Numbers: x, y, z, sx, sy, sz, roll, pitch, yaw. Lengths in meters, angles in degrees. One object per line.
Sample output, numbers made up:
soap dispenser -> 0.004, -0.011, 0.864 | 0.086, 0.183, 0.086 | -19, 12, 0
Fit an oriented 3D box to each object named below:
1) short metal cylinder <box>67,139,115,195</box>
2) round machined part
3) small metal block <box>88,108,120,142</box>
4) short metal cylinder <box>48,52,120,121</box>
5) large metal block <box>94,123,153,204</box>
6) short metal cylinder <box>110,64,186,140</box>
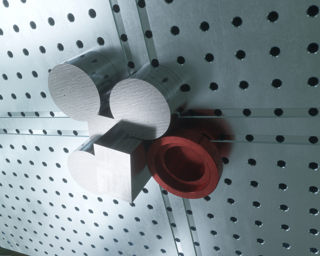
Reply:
short metal cylinder -> -0.094, 0.056, 0.479 | 0.080, 0.050, 0.079 | 13, 124, 21
round machined part -> 0.035, 0.042, 0.407 | 0.098, 0.042, 0.097 | 13, 124, 21
small metal block -> -0.076, -0.002, 0.450 | 0.050, 0.025, 0.050 | 14, 124, 20
short metal cylinder -> -0.100, -0.055, 0.413 | 0.080, 0.050, 0.079 | 13, 124, 21
large metal block -> -0.042, 0.039, 0.418 | 0.050, 0.080, 0.079 | 15, 125, 20
short metal cylinder -> -0.014, -0.032, 0.382 | 0.080, 0.050, 0.079 | 13, 124, 21
